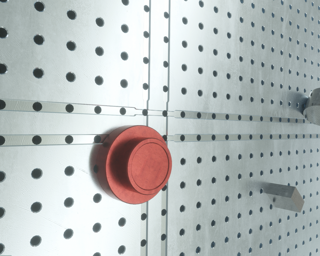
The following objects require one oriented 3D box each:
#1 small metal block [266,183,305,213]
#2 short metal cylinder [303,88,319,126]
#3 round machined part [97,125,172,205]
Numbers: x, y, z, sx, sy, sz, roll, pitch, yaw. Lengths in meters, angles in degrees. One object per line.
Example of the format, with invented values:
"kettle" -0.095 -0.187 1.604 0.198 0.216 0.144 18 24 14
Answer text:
"small metal block" 0.244 0.135 0.601 0.050 0.050 0.025 50 60 -29
"short metal cylinder" 0.367 -0.045 0.685 0.080 0.080 0.050 42 64 -32
"round machined part" -0.024 0.045 0.380 0.099 0.042 0.097 0 90 -40
